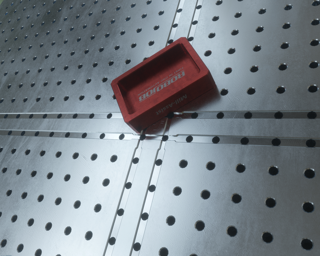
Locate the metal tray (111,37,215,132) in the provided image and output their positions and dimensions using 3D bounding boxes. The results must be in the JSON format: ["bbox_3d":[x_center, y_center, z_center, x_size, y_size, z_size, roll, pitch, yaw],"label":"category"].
[{"bbox_3d":[0.001,-0.063,0.441,0.130,0.030,0.090,-31,52,8],"label":"metal tray"}]
